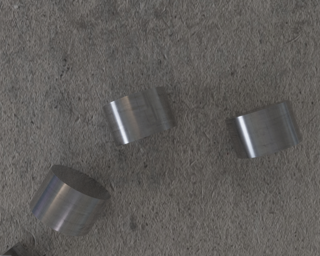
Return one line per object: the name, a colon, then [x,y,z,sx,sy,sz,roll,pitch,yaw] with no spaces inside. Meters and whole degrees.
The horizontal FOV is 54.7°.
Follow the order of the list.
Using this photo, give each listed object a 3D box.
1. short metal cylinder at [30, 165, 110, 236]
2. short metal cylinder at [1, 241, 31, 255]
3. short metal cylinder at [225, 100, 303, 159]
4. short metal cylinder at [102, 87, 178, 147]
short metal cylinder: [-0.109,0.087,0.382,0.080,0.080,0.050,31,90,0]
short metal cylinder: [-0.194,0.188,0.381,0.080,0.080,0.050,-39,90,0]
short metal cylinder: [0.127,0.001,0.383,0.080,0.080,0.050,-18,90,0]
short metal cylinder: [-0.024,-0.014,0.382,0.080,0.080,0.050,-19,90,0]
